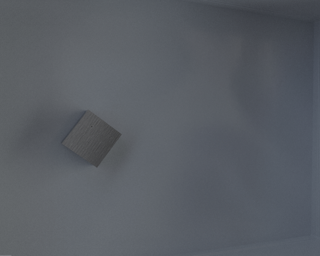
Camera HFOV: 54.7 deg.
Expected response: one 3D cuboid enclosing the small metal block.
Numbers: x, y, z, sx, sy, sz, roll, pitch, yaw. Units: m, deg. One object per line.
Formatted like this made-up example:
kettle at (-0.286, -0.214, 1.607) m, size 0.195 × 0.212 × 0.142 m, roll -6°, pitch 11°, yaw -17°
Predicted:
small metal block at (-0.084, 0.013, 0.380) m, size 0.050 × 0.025 × 0.050 m, roll 39°, pitch 78°, yaw -16°
